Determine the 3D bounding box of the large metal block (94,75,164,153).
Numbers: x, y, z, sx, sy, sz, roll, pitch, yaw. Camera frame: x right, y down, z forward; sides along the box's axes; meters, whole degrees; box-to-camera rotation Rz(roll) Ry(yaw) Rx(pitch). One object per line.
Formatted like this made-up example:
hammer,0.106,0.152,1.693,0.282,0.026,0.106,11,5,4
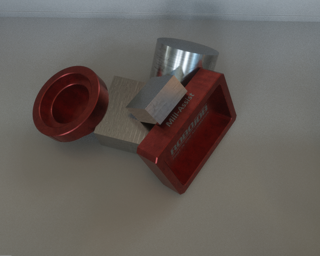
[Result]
large metal block,-0.029,-0.013,0.399,0.080,0.050,0.080,14,71,4

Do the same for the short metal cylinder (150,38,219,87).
short metal cylinder,0.031,-0.082,0.402,0.080,0.080,0.050,15,115,5

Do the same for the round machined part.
round machined part,-0.108,-0.027,0.395,0.098,0.042,0.098,-10,63,20

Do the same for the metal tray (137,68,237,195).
metal tray,0.038,0.005,0.371,0.030,0.090,0.130,25,69,37

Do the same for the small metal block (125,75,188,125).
small metal block,-0.005,-0.032,0.352,0.025,0.050,0.050,47,73,-25
